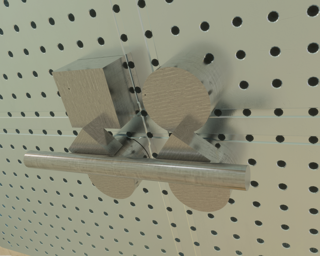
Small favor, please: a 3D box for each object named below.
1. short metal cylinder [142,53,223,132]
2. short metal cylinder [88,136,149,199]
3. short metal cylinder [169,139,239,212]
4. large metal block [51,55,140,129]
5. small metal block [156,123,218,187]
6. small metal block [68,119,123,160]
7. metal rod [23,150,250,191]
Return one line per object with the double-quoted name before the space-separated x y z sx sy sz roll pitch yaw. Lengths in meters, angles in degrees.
"short metal cylinder" 0.027 -0.040 0.356 0.080 0.050 0.079 13 124 21
"short metal cylinder" -0.062 0.058 0.463 0.080 0.050 0.079 13 124 21
"short metal cylinder" 0.057 0.061 0.403 0.080 0.050 0.079 13 124 21
"large metal block" -0.083 -0.047 0.409 0.080 0.050 0.080 1 119 27
"small metal block" 0.028 0.031 0.351 0.050 0.025 0.050 35 129 5
"small metal block" -0.086 0.025 0.408 0.050 0.025 0.050 42 129 -1
"metal rod" -0.049 0.046 0.368 0.300 0.025 0.025 1 119 27
